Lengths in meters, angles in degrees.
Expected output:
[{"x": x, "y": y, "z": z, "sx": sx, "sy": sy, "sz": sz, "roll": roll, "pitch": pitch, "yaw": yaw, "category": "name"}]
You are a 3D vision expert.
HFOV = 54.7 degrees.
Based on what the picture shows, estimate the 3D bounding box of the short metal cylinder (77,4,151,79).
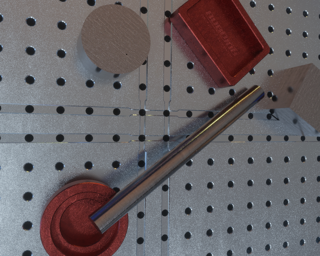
[{"x": -0.058, "y": -0.102, "z": 0.379, "sx": 0.081, "sy": 0.050, "sz": 0.079, "roll": 0, "pitch": 90, "yaw": -21, "category": "short metal cylinder"}]

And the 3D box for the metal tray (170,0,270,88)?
[{"x": 0.088, "y": -0.134, "z": 0.443, "sx": 0.090, "sy": 0.030, "sz": 0.130, "roll": -43, "pitch": 104, "yaw": -15, "category": "metal tray"}]

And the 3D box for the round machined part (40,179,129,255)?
[{"x": -0.091, "y": 0.110, "z": 0.371, "sx": 0.099, "sy": 0.042, "sz": 0.097, "roll": 0, "pitch": 90, "yaw": -20, "category": "round machined part"}]

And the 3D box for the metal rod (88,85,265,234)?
[{"x": 0.039, "y": 0.026, "z": 0.402, "sx": 0.302, "sy": 0.025, "sz": 0.025, "roll": -36, "pitch": 102, "yaw": -26, "category": "metal rod"}]

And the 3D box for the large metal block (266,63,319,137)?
[{"x": 0.228, "y": -0.042, "z": 0.486, "sx": 0.080, "sy": 0.050, "sz": 0.080, "roll": 34, "pitch": 79, "yaw": -17, "category": "large metal block"}]
